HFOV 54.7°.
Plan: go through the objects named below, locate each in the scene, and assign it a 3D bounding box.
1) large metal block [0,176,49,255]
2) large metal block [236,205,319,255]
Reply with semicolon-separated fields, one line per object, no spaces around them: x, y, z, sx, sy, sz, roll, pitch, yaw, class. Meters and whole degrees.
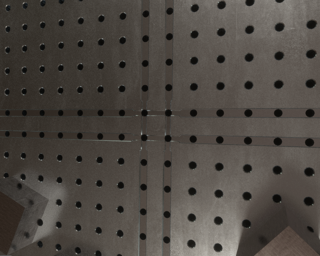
-0.233;0.132;0.479;0.080;0.050;0.080;26;98;17;large metal block
0.128;0.140;0.338;0.050;0.080;0.080;45;104;14;large metal block
